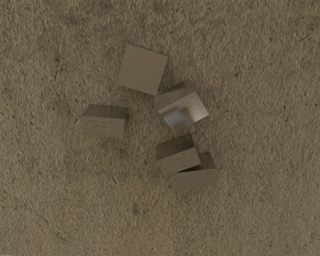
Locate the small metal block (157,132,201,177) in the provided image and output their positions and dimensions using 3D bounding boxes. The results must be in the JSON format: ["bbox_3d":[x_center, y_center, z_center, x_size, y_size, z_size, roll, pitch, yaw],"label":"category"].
[{"bbox_3d":[0.024,0.034,0.409,0.050,0.050,0.025,-21,109,7],"label":"small metal block"}]

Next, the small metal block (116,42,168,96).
[{"bbox_3d":[-0.022,-0.073,0.383,0.050,0.025,0.050,16,109,-6],"label":"small metal block"}]

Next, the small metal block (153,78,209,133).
[{"bbox_3d":[0.027,-0.027,0.388,0.050,0.025,0.050,-28,138,10],"label":"small metal block"}]

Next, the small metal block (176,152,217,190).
[{"bbox_3d":[0.047,0.057,0.418,0.050,0.050,0.025,-7,110,2],"label":"small metal block"}]

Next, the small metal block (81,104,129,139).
[{"bbox_3d":[-0.068,-0.010,0.392,0.050,0.050,0.025,5,110,-2],"label":"small metal block"}]
